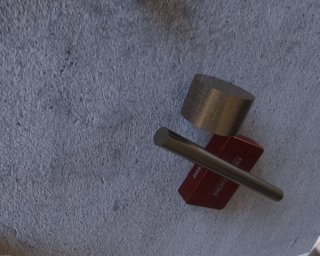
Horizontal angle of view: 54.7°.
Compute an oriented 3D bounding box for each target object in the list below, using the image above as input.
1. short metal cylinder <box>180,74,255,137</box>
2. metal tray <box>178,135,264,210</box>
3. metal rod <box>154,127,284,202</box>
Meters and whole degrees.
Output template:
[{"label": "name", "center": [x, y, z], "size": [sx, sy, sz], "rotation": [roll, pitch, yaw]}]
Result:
[{"label": "short metal cylinder", "center": [0.073, -0.030, 0.394], "size": [0.081, 0.080, 0.050], "rotation": [6, 115, -32]}, {"label": "metal tray", "center": [0.099, 0.070, 0.503], "size": [0.091, 0.030, 0.129], "rotation": [20, 108, -36]}, {"label": "metal rod", "center": [0.106, 0.066, 0.468], "size": [0.301, 0.025, 0.025], "rotation": [28, 103, -38]}]
